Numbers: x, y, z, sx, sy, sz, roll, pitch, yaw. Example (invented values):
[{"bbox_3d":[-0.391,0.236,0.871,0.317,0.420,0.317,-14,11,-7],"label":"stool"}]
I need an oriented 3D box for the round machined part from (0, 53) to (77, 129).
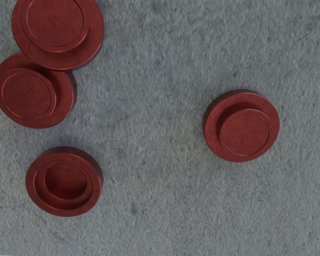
[{"bbox_3d":[-0.157,-0.044,0.382,0.099,0.042,0.097,0,110,-1],"label":"round machined part"}]

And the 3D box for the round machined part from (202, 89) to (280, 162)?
[{"bbox_3d":[0.107,0.002,0.403,0.099,0.042,0.097,0,110,-1],"label":"round machined part"}]

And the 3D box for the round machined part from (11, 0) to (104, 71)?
[{"bbox_3d":[-0.112,-0.113,0.341,0.099,0.042,0.097,0,92,-10],"label":"round machined part"}]

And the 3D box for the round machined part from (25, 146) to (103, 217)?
[{"bbox_3d":[-0.126,0.069,0.424,0.099,0.042,0.097,0,110,-1],"label":"round machined part"}]
